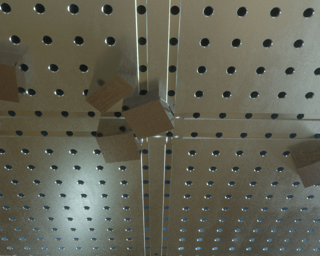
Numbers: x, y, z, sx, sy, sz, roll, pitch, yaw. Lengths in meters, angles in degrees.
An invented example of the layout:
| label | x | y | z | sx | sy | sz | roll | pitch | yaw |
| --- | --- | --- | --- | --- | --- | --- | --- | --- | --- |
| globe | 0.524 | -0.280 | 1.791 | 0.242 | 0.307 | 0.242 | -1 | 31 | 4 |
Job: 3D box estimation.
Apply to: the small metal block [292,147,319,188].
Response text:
| label | x | y | z | sx | sy | sz | roll | pitch | yaw |
| --- | --- | --- | --- | --- | --- | --- | --- | --- | --- |
| small metal block | 0.232 | 0.058 | 0.463 | 0.050 | 0.025 | 0.050 | -23 | 127 | 18 |

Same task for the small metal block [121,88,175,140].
| label | x | y | z | sx | sy | sz | roll | pitch | yaw |
| --- | --- | --- | --- | --- | --- | --- | --- | --- | --- |
| small metal block | -0.014 | -0.017 | 0.397 | 0.050 | 0.025 | 0.050 | -18 | 128 | 15 |

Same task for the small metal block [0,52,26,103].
| label | x | y | z | sx | sy | sz | roll | pitch | yaw |
| --- | --- | --- | --- | --- | --- | --- | --- | --- | --- |
| small metal block | -0.187 | -0.060 | 0.359 | 0.050 | 0.025 | 0.050 | 9 | 130 | -8 |

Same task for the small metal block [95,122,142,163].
| label | x | y | z | sx | sy | sz | roll | pitch | yaw |
| --- | --- | --- | --- | --- | --- | --- | --- | --- | --- |
| small metal block | -0.055 | 0.020 | 0.428 | 0.050 | 0.025 | 0.050 | -7 | 130 | 6 |

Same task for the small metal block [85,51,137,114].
| label | x | y | z | sx | sy | sz | roll | pitch | yaw |
| --- | --- | --- | --- | --- | --- | --- | --- | --- | --- |
| small metal block | -0.054 | -0.052 | 0.351 | 0.050 | 0.050 | 0.025 | -34 | 123 | 25 |
